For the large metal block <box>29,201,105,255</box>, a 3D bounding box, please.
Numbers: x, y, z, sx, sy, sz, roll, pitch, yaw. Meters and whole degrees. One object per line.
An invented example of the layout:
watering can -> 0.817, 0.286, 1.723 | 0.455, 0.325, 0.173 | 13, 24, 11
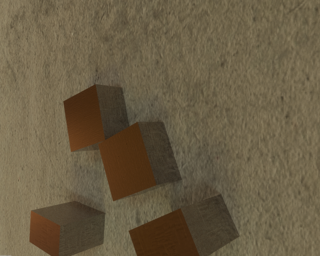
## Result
large metal block -> -0.145, 0.156, 0.486 | 0.080, 0.081, 0.050 | 7, 95, 39

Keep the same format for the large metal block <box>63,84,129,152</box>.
large metal block -> -0.095, -0.012, 0.464 | 0.080, 0.050, 0.080 | -18, 78, 38

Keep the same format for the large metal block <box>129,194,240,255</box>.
large metal block -> 0.027, 0.118, 0.345 | 0.080, 0.081, 0.050 | -34, 69, 34

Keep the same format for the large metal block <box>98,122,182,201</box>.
large metal block -> -0.028, 0.044, 0.410 | 0.080, 0.050, 0.080 | -28, 73, 36
